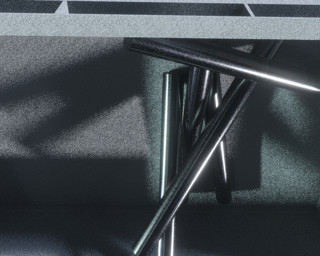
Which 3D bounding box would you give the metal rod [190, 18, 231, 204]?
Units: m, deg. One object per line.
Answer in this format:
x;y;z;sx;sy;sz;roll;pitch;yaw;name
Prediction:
0.074;0.003;0.412;0.025;0.025;0.299;-9;130;7;metal rod

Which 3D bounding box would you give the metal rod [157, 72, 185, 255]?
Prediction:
0.012;0.080;0.399;0.025;0.025;0.298;1;106;-1;metal rod

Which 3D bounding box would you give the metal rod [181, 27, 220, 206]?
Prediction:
0.039;0.014;0.402;0.025;0.025;0.298;1;136;-1;metal rod

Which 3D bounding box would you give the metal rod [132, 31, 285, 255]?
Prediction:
0.048;0.029;0.360;0.025;0.025;0.299;25;103;-20;metal rod

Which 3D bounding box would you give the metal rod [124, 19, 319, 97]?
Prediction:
0.110;-0.057;0.314;0.302;0.025;0.025;8;131;-26;metal rod
